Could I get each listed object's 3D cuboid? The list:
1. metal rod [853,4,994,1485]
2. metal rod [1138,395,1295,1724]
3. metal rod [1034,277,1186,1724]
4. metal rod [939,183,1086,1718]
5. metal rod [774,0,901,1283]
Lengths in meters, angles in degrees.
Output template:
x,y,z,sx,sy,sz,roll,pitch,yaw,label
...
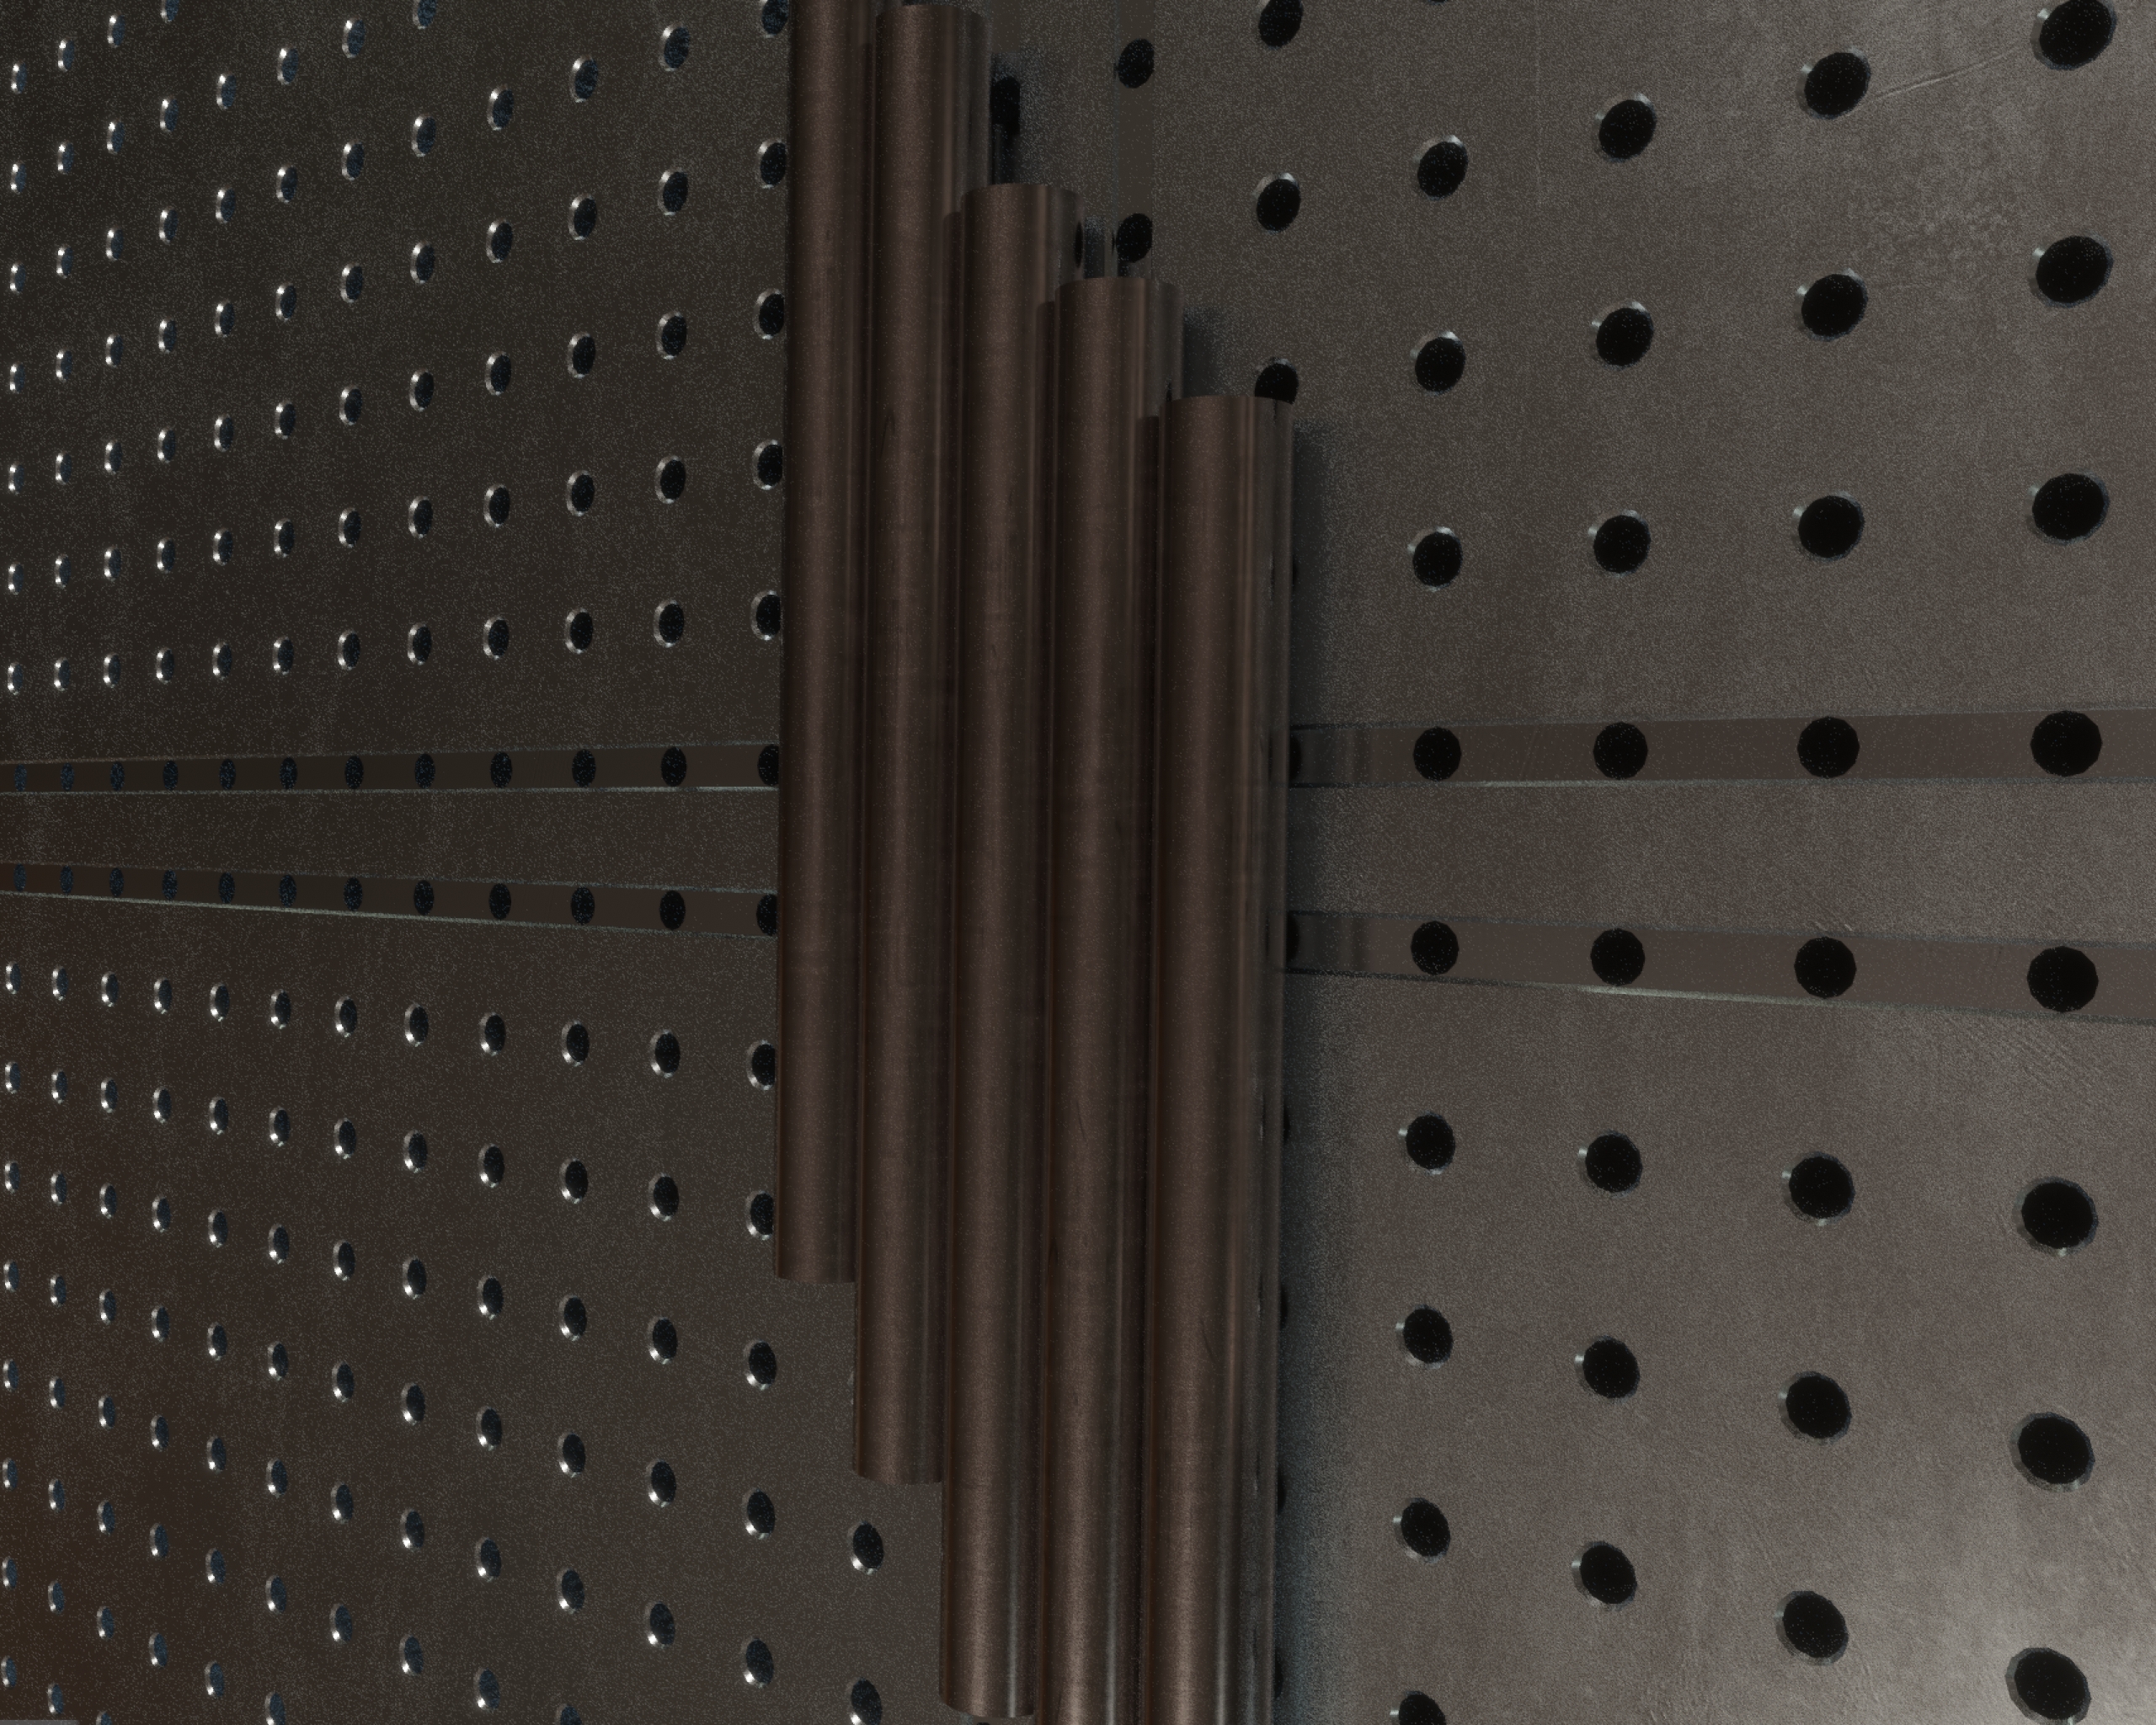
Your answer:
x,y,z,sx,sy,sz,roll,pitch,yaw,label
-0.032,-0.023,0.432,0.025,0.025,0.298,1,91,39,metal rod
0.025,0.066,0.386,0.025,0.025,0.298,1,91,39,metal rod
0.006,0.040,0.402,0.025,0.025,0.298,1,91,39,metal rod
-0.013,0.018,0.417,0.025,0.025,0.298,1,91,39,metal rod
-0.051,-0.061,0.449,0.025,0.025,0.298,1,91,39,metal rod
